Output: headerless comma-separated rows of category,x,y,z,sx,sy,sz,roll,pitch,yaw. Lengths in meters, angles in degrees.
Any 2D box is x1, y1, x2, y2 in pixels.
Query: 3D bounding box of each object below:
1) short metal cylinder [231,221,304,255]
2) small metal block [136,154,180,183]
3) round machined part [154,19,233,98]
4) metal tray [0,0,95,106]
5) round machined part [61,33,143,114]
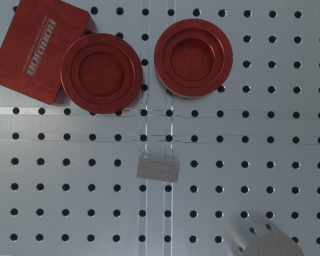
short metal cylinder,0.138,0.168,0.402,0.081,0.050,0.079,0,90,0
small metal block,-0.002,0.051,0.401,0.050,0.050,0.025,7,90,0
round machined part,0.042,-0.088,0.405,0.099,0.042,0.097,0,90,0
metal tray,-0.154,-0.104,0.409,0.090,0.030,0.129,22,90,0
round machined part,-0.074,-0.068,0.396,0.099,0.042,0.097,-2,98,-15
